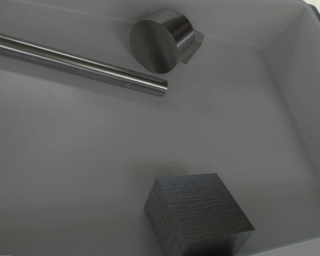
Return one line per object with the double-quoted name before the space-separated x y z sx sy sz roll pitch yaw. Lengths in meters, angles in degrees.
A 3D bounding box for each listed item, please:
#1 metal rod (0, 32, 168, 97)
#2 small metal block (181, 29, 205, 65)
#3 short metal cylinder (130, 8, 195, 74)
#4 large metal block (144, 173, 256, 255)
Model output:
"metal rod" -0.131 -0.087 0.388 0.302 0.025 0.025 12 57 -22
"small metal block" 0.035 -0.137 0.494 0.050 0.050 0.025 27 52 -12
"short metal cylinder" 0.004 -0.127 0.451 0.080 0.080 0.050 42 51 0
"large metal block" 0.039 0.097 0.335 0.081 0.050 0.080 1 38 -28
